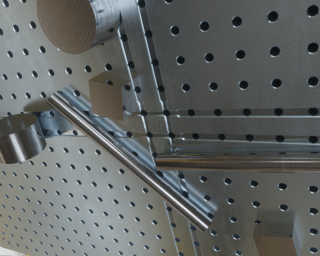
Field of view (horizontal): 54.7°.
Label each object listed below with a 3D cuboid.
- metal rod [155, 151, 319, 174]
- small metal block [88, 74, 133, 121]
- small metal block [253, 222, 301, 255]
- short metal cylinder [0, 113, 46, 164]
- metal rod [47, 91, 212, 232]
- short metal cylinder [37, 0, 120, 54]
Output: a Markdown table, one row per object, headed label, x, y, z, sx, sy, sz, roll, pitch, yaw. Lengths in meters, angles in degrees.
| label | x | y | z | sx | sy | sz | roll | pitch | yaw |
| --- | --- | --- | --- | --- | --- | --- | --- | --- | --- |
| metal rod | 0.131 | 0.040 | 0.367 | 0.300 | 0.025 | 0.025 | -3 | 117 | 29 |
| small metal block | -0.066 | -0.042 | 0.421 | 0.050 | 0.025 | 0.050 | 14 | 124 | 20 |
| small metal block | 0.161 | 0.158 | 0.424 | 0.050 | 0.025 | 0.050 | -9 | 114 | 32 |
| short metal cylinder | -0.235 | 0.016 | 0.509 | 0.080 | 0.080 | 0.050 | 6 | 121 | 25 |
| metal rod | -0.046 | 0.050 | 0.466 | 0.300 | 0.025 | 0.025 | 40 | 129 | 1 |
| short metal cylinder | -0.094 | -0.133 | 0.363 | 0.080 | 0.050 | 0.079 | 13 | 124 | 21 |
